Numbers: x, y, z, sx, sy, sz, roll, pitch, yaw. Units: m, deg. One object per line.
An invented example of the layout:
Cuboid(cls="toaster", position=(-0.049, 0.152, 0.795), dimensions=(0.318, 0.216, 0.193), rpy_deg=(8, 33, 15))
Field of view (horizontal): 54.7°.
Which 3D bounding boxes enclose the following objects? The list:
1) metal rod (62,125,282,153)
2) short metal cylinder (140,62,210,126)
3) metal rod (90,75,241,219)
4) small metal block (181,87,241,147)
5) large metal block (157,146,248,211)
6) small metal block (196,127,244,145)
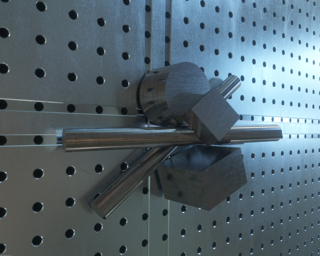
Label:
Cuboid(cls="metal rod", position=(0.036, 0.010, 0.389), dimensions=(0.303, 0.025, 0.025), rpy_deg=(-1, 91, -27))
Cuboid(cls="short metal cylinder", position=(0.021, -0.043, 0.406), dimensions=(0.081, 0.050, 0.080), rpy_deg=(1, 89, -40))
Cuboid(cls="metal rod", position=(0.026, 0.009, 0.428), dimensions=(0.302, 0.025, 0.025), rpy_deg=(-42, 116, -32))
Cuboid(cls="small metal block", position=(0.063, -0.014, 0.382), dimensions=(0.050, 0.025, 0.050), rpy_deg=(49, 59, -3))
Cuboid(cls="large metal block", position=(0.056, 0.062, 0.415), dimensions=(0.081, 0.080, 0.050), rpy_deg=(-23, 105, -38))
Cuboid(cls="small metal block", position=(0.090, 0.012, 0.464), dimensions=(0.050, 0.050, 0.025), rpy_deg=(0, 90, -39))
